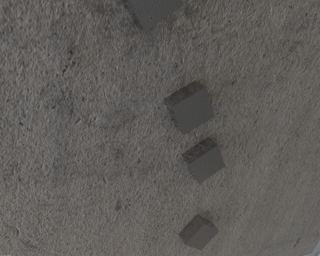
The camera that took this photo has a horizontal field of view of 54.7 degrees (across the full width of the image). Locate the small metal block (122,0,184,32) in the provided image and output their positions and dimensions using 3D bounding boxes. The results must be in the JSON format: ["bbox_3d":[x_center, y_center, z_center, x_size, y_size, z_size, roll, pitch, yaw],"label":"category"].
[{"bbox_3d":[-0.011,-0.136,0.316,0.050,0.025,0.050,-36,129,-5],"label":"small metal block"}]

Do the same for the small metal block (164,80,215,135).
[{"bbox_3d":[0.039,-0.027,0.412,0.050,0.025,0.050,-31,129,-8],"label":"small metal block"}]

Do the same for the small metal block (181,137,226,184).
[{"bbox_3d":[0.067,0.050,0.474,0.050,0.025,0.050,-33,129,-7],"label":"small metal block"}]

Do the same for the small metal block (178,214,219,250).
[{"bbox_3d":[0.071,0.190,0.563,0.050,0.025,0.050,-49,129,6],"label":"small metal block"}]
